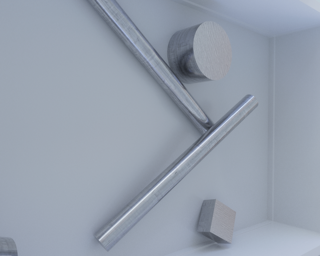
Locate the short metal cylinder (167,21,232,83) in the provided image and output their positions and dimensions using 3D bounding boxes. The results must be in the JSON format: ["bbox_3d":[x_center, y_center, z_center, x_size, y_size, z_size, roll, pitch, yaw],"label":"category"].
[{"bbox_3d":[0.057,-0.105,0.440,0.081,0.050,0.079,0,90,-40],"label":"short metal cylinder"}]

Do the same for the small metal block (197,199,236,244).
[{"bbox_3d":[0.088,0.143,0.473,0.050,0.025,0.050,36,54,-28],"label":"small metal block"}]

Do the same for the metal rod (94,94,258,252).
[{"bbox_3d":[0.037,0.045,0.417,0.302,0.025,0.025,-40,115,-26],"label":"metal rod"}]

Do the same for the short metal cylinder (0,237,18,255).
[{"bbox_3d":[-0.154,0.126,0.242,0.050,0.080,0.080,23,75,-38],"label":"short metal cylinder"}]

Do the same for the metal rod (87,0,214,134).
[{"bbox_3d":[-0.003,-0.079,0.405,0.300,0.025,0.025,46,62,-30],"label":"metal rod"}]
